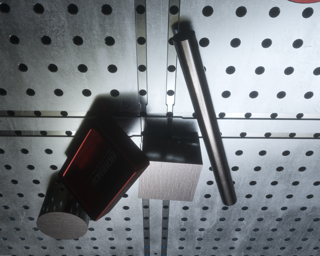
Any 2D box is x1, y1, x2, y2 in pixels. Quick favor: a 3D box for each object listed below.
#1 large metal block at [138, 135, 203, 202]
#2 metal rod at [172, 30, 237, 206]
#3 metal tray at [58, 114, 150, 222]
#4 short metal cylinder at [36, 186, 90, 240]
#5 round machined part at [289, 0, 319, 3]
[{"bbox_3d":[0.012,0.059,0.445,0.081,0.050,0.079,5,130,-4],"label":"large metal block"},{"bbox_3d":[0.070,0.010,0.420,0.025,0.025,0.299,-14,129,11],"label":"metal rod"},{"bbox_3d":[-0.081,0.056,0.422,0.090,0.030,0.129,47,125,13],"label":"metal tray"},{"bbox_3d":[-0.156,0.142,0.514,0.081,0.050,0.079,0,130,0],"label":"short metal cylinder"},{"bbox_3d":[0.131,-0.162,0.263,0.099,0.042,0.097,0,130,0],"label":"round machined part"}]
